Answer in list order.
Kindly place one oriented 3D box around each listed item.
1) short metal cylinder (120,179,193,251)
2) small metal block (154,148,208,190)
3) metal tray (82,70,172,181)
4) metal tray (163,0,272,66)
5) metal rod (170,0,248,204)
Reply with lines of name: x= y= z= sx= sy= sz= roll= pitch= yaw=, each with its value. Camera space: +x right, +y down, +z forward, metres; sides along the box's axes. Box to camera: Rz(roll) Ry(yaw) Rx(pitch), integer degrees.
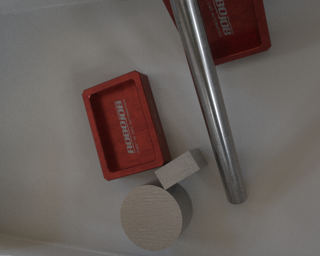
short metal cylinder: x=-0.003 y=0.109 z=0.398 sx=0.080 sy=0.050 sz=0.079 roll=0 pitch=90 yaw=19
small metal block: x=0.028 y=0.050 z=0.387 sx=0.050 sy=0.050 sz=0.025 roll=-34 pitch=79 yaw=16
metal tray: x=-0.046 y=-0.002 z=0.423 sx=0.090 sy=0.030 sz=0.129 roll=-18 pitch=84 yaw=18
metal tray: x=0.063 y=-0.125 z=0.333 sx=0.090 sy=0.130 sz=0.030 roll=-14 pitch=55 yaw=20
metal rod: x=0.048 y=-0.042 z=0.316 sx=0.025 sy=0.025 sz=0.298 roll=-10 pitch=117 yaw=19
